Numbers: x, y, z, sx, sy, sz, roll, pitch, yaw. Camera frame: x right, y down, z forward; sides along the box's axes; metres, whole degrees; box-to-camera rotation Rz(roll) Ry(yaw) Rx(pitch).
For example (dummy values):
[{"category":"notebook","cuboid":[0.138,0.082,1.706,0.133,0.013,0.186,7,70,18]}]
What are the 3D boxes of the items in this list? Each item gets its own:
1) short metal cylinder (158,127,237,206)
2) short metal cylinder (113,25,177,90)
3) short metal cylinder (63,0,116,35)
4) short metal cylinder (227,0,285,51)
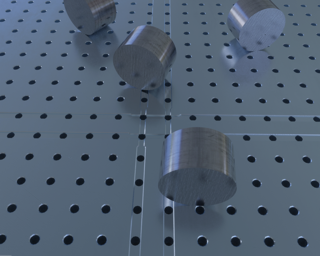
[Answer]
[{"category":"short metal cylinder","cuboid":[0.040,0.044,0.336,0.080,0.080,0.050,4,50,3]},{"category":"short metal cylinder","cuboid":[-0.022,-0.103,0.458,0.080,0.080,0.050,16,52,13]},{"category":"short metal cylinder","cuboid":[-0.124,-0.214,0.550,0.080,0.080,0.050,33,57,24]},{"category":"short metal cylinder","cuboid":[0.161,-0.178,0.524,0.081,0.080,0.050,-11,51,-10]}]
